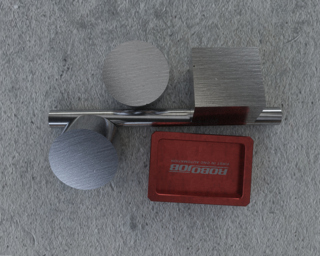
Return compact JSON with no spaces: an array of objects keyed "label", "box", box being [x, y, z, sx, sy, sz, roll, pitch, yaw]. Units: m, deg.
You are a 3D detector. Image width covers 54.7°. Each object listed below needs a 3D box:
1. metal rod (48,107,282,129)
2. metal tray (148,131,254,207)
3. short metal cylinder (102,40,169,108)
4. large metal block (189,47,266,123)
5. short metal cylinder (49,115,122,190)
[{"label":"metal rod","box":[0.007,-0.014,0.412,0.302,0.025,0.025,-1,90,0]},{"label":"metal tray","box":[0.052,0.052,0.408,0.131,0.030,0.089,3,90,0]},{"label":"short metal cylinder","box":[-0.029,-0.066,0.398,0.081,0.050,0.080,0,90,0]},{"label":"large metal block","box":[0.080,-0.053,0.387,0.081,0.050,0.080,-1,69,0]},{"label":"short metal cylinder","box":[-0.089,0.029,0.386,0.081,0.050,0.079,0,111,-1]}]
